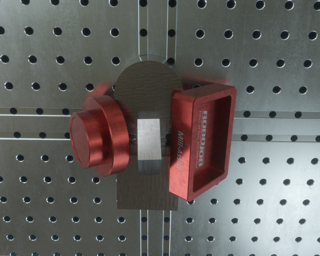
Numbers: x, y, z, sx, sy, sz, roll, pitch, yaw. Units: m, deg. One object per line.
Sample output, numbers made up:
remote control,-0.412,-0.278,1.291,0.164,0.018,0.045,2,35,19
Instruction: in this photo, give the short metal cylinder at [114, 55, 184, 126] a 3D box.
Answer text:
short metal cylinder,-0.013,-0.046,0.382,0.081,0.050,0.079,0,110,0

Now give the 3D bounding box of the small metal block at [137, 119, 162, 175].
small metal block,-0.013,0.023,0.363,0.025,0.050,0.050,-1,152,-3

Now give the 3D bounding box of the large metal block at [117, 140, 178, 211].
large metal block,-0.015,0.063,0.423,0.081,0.050,0.079,2,110,-1

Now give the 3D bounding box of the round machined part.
round machined part,-0.078,0.012,0.374,0.042,0.098,0.097,-11,114,-32

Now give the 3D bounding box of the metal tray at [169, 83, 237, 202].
metal tray,0.054,0.015,0.386,0.030,0.091,0.129,19,116,39
